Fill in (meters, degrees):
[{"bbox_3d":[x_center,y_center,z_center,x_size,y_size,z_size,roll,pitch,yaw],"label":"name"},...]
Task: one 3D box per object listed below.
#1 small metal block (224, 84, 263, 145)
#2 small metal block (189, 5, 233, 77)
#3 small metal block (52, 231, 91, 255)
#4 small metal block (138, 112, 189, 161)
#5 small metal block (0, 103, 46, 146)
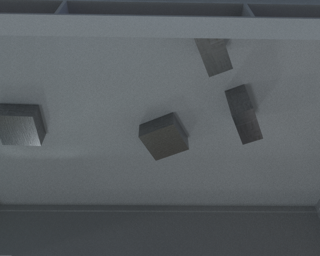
[{"bbox_3d":[0.102,-0.017,0.379,0.025,0.050,0.050,-19,128,15],"label":"small metal block"},{"bbox_3d":[0.052,-0.089,0.317,0.025,0.050,0.050,-19,128,15],"label":"small metal block"},{"bbox_3d":[-0.173,0.232,0.608,0.050,0.025,0.050,37,121,-27],"label":"small metal block"},{"bbox_3d":[0.006,0.012,0.419,0.050,0.025,0.050,-21,127,16],"label":"small metal block"},{"bbox_3d":[-0.182,-0.004,0.404,0.050,0.025,0.050,2,130,-2],"label":"small metal block"}]
